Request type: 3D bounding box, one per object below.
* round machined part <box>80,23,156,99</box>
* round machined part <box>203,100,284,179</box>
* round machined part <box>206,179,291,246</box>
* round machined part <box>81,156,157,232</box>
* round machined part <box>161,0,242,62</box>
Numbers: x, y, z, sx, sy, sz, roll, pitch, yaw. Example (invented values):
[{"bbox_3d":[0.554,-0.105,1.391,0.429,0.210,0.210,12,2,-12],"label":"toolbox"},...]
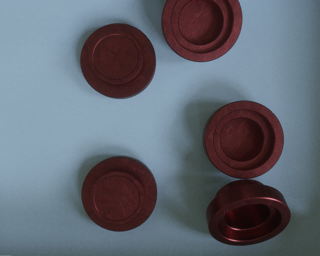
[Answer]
[{"bbox_3d":[-0.055,-0.088,0.402,0.099,0.042,0.097,0,90,0],"label":"round machined part"},{"bbox_3d":[0.105,0.014,0.404,0.099,0.042,0.097,0,90,0],"label":"round machined part"},{"bbox_3d":[0.107,0.102,0.388,0.099,0.042,0.097,-2,128,-2],"label":"round machined part"},{"bbox_3d":[-0.053,0.087,0.402,0.099,0.042,0.097,0,90,0],"label":"round machined part"},{"bbox_3d":[0.050,-0.135,0.395,0.099,0.042,0.097,-1,105,-3],"label":"round machined part"}]
